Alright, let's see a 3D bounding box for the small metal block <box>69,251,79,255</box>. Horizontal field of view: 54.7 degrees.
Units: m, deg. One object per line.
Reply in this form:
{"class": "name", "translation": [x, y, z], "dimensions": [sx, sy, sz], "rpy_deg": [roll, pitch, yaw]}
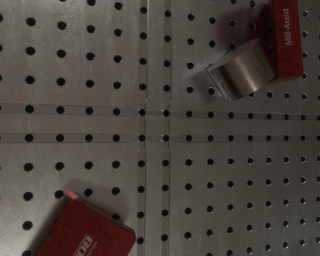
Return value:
{"class": "small metal block", "translation": [-0.104, 0.189, 0.375], "dimensions": [0.050, 0.025, 0.050], "rpy_deg": [47, 75, -14]}

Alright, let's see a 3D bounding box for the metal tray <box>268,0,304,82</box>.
{"class": "metal tray", "translation": [0.178, -0.135, 0.445], "dimensions": [0.030, 0.090, 0.129], "rpy_deg": [-5, 93, 17]}

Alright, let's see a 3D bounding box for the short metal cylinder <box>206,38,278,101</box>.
{"class": "short metal cylinder", "translation": [0.112, -0.080, 0.426], "dimensions": [0.080, 0.080, 0.050], "rpy_deg": [-37, 102, -16]}

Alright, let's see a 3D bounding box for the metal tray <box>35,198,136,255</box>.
{"class": "metal tray", "translation": [-0.098, 0.160, 0.360], "dimensions": [0.090, 0.030, 0.130], "rpy_deg": [30, 79, 0]}
